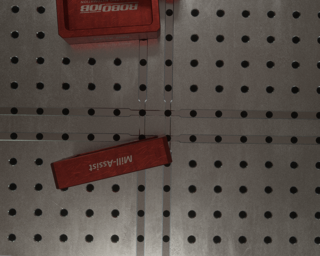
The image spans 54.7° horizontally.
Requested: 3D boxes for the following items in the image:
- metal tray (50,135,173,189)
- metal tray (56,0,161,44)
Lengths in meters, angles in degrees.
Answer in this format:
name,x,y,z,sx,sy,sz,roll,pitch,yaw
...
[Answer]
name,x,y,z,sx,sy,sz,roll,pitch,yaw
metal tray,-0.053,0.038,0.380,0.131,0.090,0.030,-13,90,-1
metal tray,-0.067,-0.164,0.409,0.131,0.030,0.089,-4,90,-1
